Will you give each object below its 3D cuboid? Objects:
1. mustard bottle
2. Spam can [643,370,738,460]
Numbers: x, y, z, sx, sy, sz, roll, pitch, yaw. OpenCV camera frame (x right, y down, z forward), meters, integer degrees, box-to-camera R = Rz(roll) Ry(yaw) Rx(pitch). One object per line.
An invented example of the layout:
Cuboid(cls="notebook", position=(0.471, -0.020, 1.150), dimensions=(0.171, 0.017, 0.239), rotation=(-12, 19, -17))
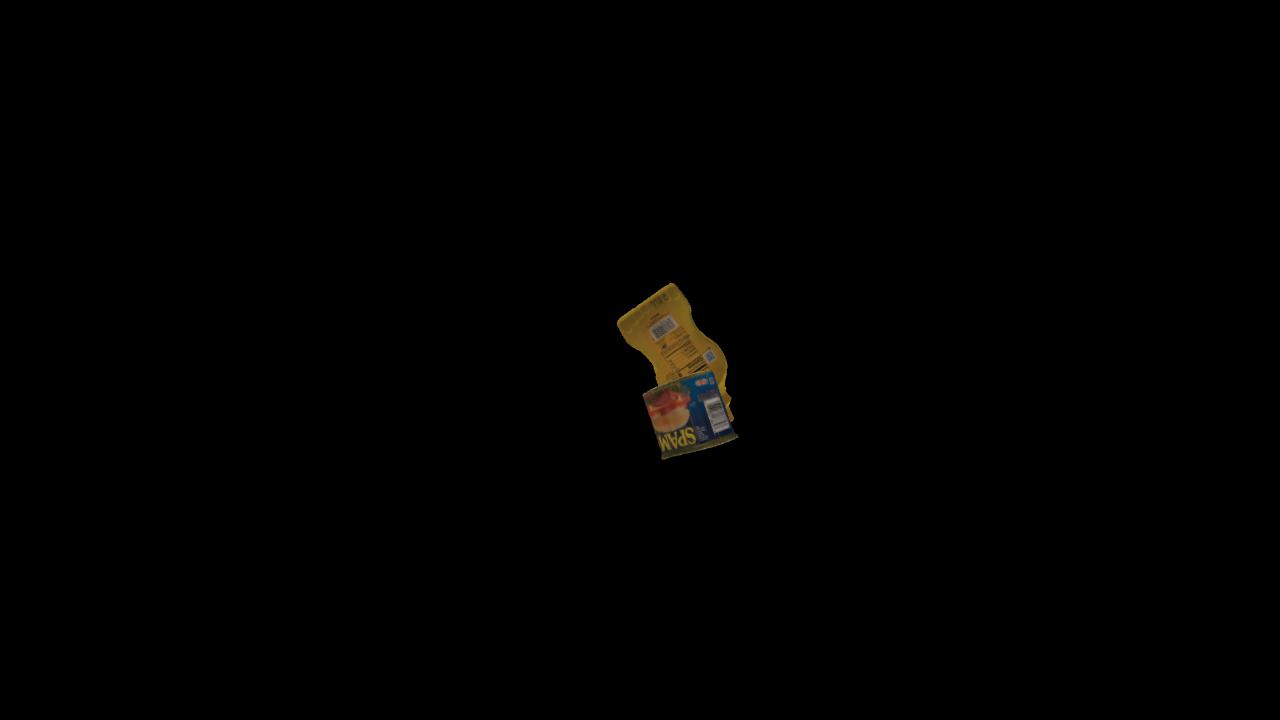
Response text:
Cuboid(cls="mustard bottle", position=(0.057, 0.004, 0.758), dimensions=(0.092, 0.184, 0.054), rotation=(-35, 0, -5))
Cuboid(cls="Spam can", position=(0.056, 0.064, 0.726), dimensions=(0.058, 0.085, 0.101), rotation=(-13, -7, -38))
